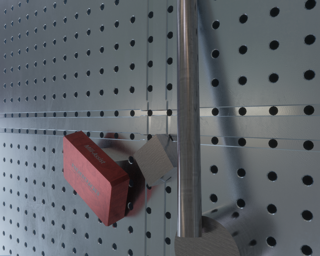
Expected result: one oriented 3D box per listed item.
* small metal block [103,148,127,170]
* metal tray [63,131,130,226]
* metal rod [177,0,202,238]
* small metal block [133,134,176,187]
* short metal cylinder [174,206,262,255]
[{"bbox_3d":[-0.082,0.064,0.477,0.050,0.025,0.050,24,105,37],"label":"small metal block"},{"bbox_3d":[-0.102,0.074,0.473,0.130,0.030,0.089,36,131,34],"label":"metal tray"},{"bbox_3d":[0.032,-0.036,0.348,0.025,0.025,0.299,-11,73,39],"label":"metal rod"},{"bbox_3d":[-0.002,0.042,0.411,0.050,0.025,0.050,-43,64,31],"label":"small metal block"},{"bbox_3d":[0.063,0.131,0.341,0.080,0.050,0.080,0,90,40],"label":"short metal cylinder"}]
